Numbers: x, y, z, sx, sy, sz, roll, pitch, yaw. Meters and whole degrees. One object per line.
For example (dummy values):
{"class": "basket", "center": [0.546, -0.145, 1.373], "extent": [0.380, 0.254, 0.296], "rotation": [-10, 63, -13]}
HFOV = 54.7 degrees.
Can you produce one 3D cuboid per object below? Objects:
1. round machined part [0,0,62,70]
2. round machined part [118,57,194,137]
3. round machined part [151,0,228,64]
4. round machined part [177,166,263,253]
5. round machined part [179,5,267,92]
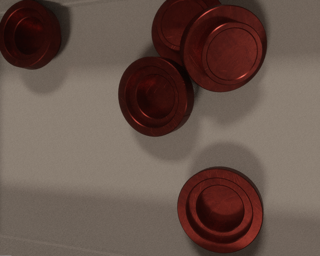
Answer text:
{"class": "round machined part", "center": [-0.190, -0.136, 0.467], "extent": [0.098, 0.042, 0.097], "rotation": [0, 90, 19]}
{"class": "round machined part", "center": [-0.001, -0.041, 0.393], "extent": [0.098, 0.042, 0.097], "rotation": [7, 104, 29]}
{"class": "round machined part", "center": [0.035, -0.125, 0.389], "extent": [0.098, 0.042, 0.097], "rotation": [0, 90, 19]}
{"class": "round machined part", "center": [0.074, 0.095, 0.375], "extent": [0.098, 0.042, 0.097], "rotation": [0, 90, 19]}
{"class": "round machined part", "center": [0.074, -0.086, 0.349], "extent": [0.099, 0.042, 0.097], "rotation": [-4, 115, -8]}
